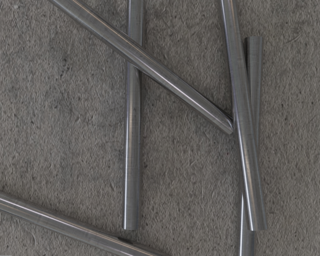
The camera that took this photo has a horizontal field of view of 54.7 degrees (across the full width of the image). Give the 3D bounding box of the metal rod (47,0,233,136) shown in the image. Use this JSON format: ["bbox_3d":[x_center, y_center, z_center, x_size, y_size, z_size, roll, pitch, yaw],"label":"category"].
[{"bbox_3d":[-0.024,-0.087,0.384,0.301,0.025,0.025,36,90,-10],"label":"metal rod"}]

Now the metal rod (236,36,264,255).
[{"bbox_3d":[0.119,0.031,0.410,0.025,0.025,0.298,2,90,0],"label":"metal rod"}]

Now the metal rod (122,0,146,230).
[{"bbox_3d":[-0.034,-0.018,0.409,0.025,0.025,0.298,1,90,0],"label":"metal rod"}]

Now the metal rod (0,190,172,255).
[{"bbox_3d":[-0.129,0.127,0.408,0.301,0.025,0.025,21,90,0],"label":"metal rod"}]

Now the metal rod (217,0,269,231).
[{"bbox_3d":[0.103,-0.027,0.391,0.025,0.025,0.298,-6,83,0],"label":"metal rod"}]
